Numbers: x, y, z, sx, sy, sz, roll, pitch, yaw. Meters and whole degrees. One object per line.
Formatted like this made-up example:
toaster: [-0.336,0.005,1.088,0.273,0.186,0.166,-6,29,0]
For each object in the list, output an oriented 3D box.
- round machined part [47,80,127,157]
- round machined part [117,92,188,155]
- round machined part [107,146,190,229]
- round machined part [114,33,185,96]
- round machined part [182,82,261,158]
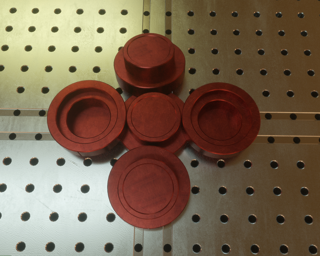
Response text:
round machined part: [-0.091,-0.010,0.405,0.099,0.042,0.098,0,70,-1]
round machined part: [-0.008,-0.008,0.404,0.099,0.042,0.098,0,70,-1]
round machined part: [-0.013,0.069,0.365,0.099,0.042,0.097,0,85,0]
round machined part: [-0.014,-0.092,0.424,0.099,0.042,0.098,-1,56,1]
round machined part: [0.077,-0.007,0.406,0.099,0.042,0.098,0,70,-1]
